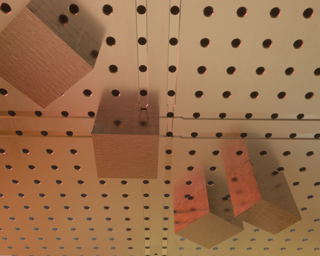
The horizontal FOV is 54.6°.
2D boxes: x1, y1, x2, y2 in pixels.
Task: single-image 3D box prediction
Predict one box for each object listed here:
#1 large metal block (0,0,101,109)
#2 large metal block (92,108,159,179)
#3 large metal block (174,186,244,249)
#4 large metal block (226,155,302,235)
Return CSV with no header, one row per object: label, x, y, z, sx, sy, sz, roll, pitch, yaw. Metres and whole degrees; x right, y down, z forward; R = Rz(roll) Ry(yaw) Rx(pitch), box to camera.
large metal block,-0.123,-0.080,0.326,0.080,0.050,0.080,-32,123,24
large metal block,-0.042,0.022,0.413,0.080,0.050,0.080,2,130,-2
large metal block,0.081,0.154,0.527,0.080,0.050,0.080,32,123,-25
large metal block,0.151,0.100,0.461,0.080,0.080,0.050,28,125,-22
